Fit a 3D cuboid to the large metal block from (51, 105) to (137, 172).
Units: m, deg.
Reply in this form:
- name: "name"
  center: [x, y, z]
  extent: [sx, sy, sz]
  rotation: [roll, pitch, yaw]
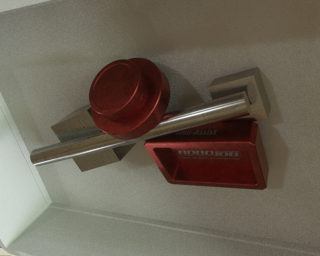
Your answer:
- name: "large metal block"
  center: [-0.093, 0.009, 0.442]
  extent: [0.080, 0.050, 0.080]
  rotation: [-19, 109, 35]

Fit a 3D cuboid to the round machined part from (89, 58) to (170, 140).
- name: "round machined part"
  center: [-0.041, -0.039, 0.353]
  extent: [0.098, 0.098, 0.042]
  rotation: [-4, 157, 30]

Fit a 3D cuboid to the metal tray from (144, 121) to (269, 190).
- name: "metal tray"
  center: [0.057, 0.035, 0.376]
  extent: [0.130, 0.030, 0.090]
  rotation: [-2, 137, 28]

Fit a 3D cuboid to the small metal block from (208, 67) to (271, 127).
- name: "small metal block"
  center: [0.088, -0.033, 0.339]
  extent: [0.050, 0.025, 0.050]
  rotation: [-12, 113, 33]

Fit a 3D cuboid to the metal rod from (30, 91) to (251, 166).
- name: "metal rod"
  center: [-0.043, 0.008, 0.375]
  extent: [0.300, 0.025, 0.025]
  rotation: [-14, 111, 26]
